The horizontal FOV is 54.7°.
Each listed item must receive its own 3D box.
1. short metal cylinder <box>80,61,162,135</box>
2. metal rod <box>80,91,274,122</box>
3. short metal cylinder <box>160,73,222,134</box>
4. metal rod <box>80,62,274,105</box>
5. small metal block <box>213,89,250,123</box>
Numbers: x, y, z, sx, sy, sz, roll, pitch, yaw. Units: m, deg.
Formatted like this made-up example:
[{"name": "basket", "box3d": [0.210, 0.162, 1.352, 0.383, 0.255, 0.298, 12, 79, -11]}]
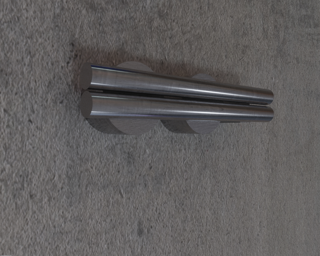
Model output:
[{"name": "short metal cylinder", "box3d": [-0.042, -0.032, 0.353, 0.081, 0.050, 0.080, 0, 90, -40]}, {"name": "metal rod", "box3d": [0.048, -0.021, 0.380, 0.302, 0.025, 0.025, 0, 90, -40]}, {"name": "short metal cylinder", "box3d": [0.042, -0.032, 0.425, 0.081, 0.050, 0.080, 0, 90, -40]}, {"name": "metal rod", "box3d": [0.048, -0.047, 0.380, 0.302, 0.025, 0.025, 0, 90, -40]}, {"name": "small metal block", "box3d": [0.111, -0.033, 0.484, 0.025, 0.050, 0.050, -2, 91, -40]}]
